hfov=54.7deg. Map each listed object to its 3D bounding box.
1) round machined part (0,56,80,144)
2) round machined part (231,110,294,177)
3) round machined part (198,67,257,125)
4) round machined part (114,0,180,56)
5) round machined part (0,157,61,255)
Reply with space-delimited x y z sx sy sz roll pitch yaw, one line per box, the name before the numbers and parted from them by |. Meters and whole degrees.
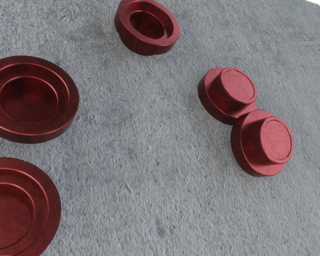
round machined part | -0.141 -0.026 0.333 0.099 0.042 0.098 14 56 -21
round machined part | 0.153 0.020 0.446 0.099 0.042 0.098 8 74 -29
round machined part | 0.113 -0.056 0.488 0.099 0.042 0.098 14 56 -21
round machined part | -0.023 -0.149 0.472 0.099 0.042 0.098 14 56 -21
round machined part | -0.140 0.078 0.270 0.099 0.042 0.098 14 56 -21
